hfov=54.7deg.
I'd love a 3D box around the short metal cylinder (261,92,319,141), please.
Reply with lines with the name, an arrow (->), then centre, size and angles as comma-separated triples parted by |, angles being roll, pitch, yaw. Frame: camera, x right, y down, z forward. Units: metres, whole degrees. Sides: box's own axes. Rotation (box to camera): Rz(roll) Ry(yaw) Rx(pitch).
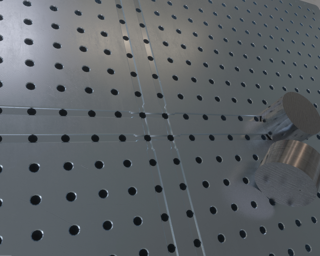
short metal cylinder -> 0.219, -0.013, 0.519 | 0.081, 0.050, 0.080 | 14, 56, -21

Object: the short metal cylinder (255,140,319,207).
short metal cylinder -> 0.180, 0.063, 0.432 | 0.080, 0.080, 0.050 | 43, 51, 1
